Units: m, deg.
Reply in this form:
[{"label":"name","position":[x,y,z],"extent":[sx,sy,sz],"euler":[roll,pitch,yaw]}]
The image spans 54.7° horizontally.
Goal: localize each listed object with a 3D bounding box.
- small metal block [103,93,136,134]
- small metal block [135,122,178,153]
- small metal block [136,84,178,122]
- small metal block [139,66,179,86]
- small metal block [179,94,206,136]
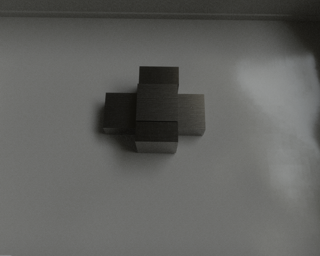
[{"label":"small metal block","position":[-0.047,-0.019,0.414],"extent":[0.050,0.025,0.050],"euler":[1,70,0]},{"label":"small metal block","position":[-0.004,0.013,0.388],"extent":[0.050,0.050,0.025],"euler":[1,70,0]},{"label":"small metal block","position":[-0.003,-0.028,0.390],"extent":[0.050,0.025,0.050],"euler":[1,70,0]},{"label":"small metal block","position":[-0.001,-0.059,0.415],"extent":[0.050,0.050,0.025],"euler":[1,70,0]},{"label":"small metal block","position":[0.033,-0.018,0.414],"extent":[0.050,0.025,0.050],"euler":[1,70,0]}]
